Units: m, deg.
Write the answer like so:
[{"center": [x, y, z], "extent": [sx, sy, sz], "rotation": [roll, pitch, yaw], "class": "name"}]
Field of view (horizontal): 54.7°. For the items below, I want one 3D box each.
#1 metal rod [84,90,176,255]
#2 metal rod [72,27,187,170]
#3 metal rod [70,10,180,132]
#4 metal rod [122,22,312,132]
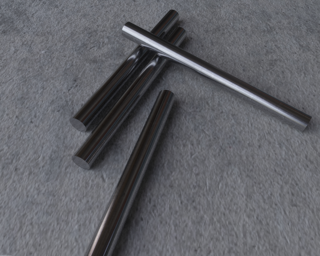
[{"center": [-0.035, 0.064, 0.348], "extent": [0.025, 0.025, 0.300], "rotation": [14, 51, 11], "class": "metal rod"}, {"center": [-0.029, -0.062, 0.454], "extent": [0.025, 0.025, 0.301], "rotation": [20, 53, 16], "class": "metal rod"}, {"center": [-0.041, -0.107, 0.492], "extent": [0.025, 0.025, 0.301], "rotation": [21, 53, 16], "class": "metal rod"}, {"center": [0.071, -0.081, 0.450], "extent": [0.301, 0.025, 0.025], "rotation": [31, 56, 15], "class": "metal rod"}]
